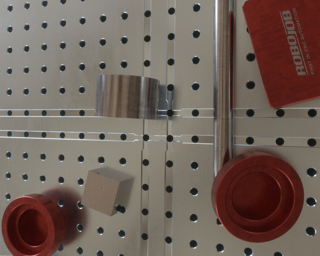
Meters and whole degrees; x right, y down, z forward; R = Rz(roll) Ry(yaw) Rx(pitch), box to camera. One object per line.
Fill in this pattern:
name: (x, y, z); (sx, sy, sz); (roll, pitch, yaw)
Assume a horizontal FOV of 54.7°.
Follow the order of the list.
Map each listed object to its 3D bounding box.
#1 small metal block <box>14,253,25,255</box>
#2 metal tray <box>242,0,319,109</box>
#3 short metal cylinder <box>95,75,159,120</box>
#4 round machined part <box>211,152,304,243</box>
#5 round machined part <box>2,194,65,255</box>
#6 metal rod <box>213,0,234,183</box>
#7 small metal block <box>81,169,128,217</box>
small metal block: (-0.220, 0.225, 0.477); (0.050, 0.050, 0.025); (22, 98, 18)
metal tray: (0.156, -0.095, 0.355); (0.090, 0.030, 0.129); (-15, 85, 19)
short metal cylinder: (-0.042, -0.038, 0.398); (0.080, 0.080, 0.050); (4, 92, 20)
round machined part: (0.106, 0.075, 0.353); (0.099, 0.042, 0.097); (0, 96, -5)
round machined part: (-0.185, 0.148, 0.469); (0.098, 0.042, 0.097); (0, 90, 20)
metal rod: (0.079, -0.076, 0.384); (0.025, 0.025, 0.298); (0, 90, 20)
small metal block: (-0.079, 0.090, 0.441); (0.050, 0.025, 0.050); (16, 95, 19)
